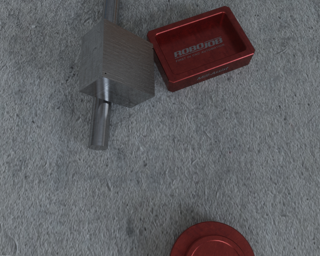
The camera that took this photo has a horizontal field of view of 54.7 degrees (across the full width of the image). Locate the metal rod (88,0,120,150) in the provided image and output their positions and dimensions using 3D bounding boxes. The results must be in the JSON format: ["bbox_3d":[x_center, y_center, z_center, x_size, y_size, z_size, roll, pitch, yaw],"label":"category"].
[{"bbox_3d":[-0.076,-0.115,0.449,0.025,0.025,0.299,1,70,0],"label":"metal rod"}]

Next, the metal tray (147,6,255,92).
[{"bbox_3d":[0.057,-0.115,0.448,0.131,0.030,0.090,-21,71,-8],"label":"metal tray"}]

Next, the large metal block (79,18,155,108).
[{"bbox_3d":[-0.054,-0.080,0.402,0.080,0.050,0.080,16,63,-42],"label":"large metal block"}]

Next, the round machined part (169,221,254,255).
[{"bbox_3d":[0.059,0.154,0.343,0.099,0.042,0.098,0,70,0],"label":"round machined part"}]
